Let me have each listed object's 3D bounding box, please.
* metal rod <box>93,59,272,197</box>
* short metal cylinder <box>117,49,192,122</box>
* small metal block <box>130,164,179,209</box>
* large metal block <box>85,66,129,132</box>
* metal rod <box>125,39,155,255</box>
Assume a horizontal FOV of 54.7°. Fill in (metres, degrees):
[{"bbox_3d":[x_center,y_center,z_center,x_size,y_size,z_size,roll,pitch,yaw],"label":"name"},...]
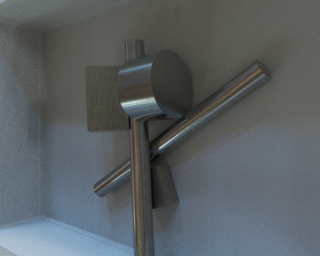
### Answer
[{"bbox_3d":[0.007,0.018,0.396,0.299,0.025,0.025,-38,67,33],"label":"metal rod"},{"bbox_3d":[-0.004,-0.048,0.370,0.050,0.081,0.080,-5,87,38],"label":"short metal cylinder"},{"bbox_3d":[-0.008,0.080,0.410,0.050,0.025,0.050,-27,74,36],"label":"small metal block"},{"bbox_3d":[-0.072,-0.036,0.420,0.080,0.050,0.080,165,102,-80],"label":"large metal block"},{"bbox_3d":[-0.025,0.038,0.390,0.025,0.025,0.298,-6,85,39],"label":"metal rod"}]
